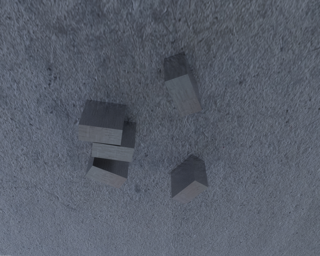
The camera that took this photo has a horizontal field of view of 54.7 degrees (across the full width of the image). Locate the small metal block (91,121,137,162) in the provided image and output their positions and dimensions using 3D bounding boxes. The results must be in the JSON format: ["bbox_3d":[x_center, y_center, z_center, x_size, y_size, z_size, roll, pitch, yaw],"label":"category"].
[{"bbox_3d":[-0.059,0.014,0.402,0.050,0.050,0.025,9,130,-8],"label":"small metal block"}]

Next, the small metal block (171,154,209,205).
[{"bbox_3d":[0.042,0.076,0.456,0.025,0.050,0.050,31,124,-23],"label":"small metal block"}]

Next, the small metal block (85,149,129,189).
[{"bbox_3d":[-0.072,0.050,0.433,0.050,0.050,0.025,25,126,-20],"label":"small metal block"}]

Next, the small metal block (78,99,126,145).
[{"bbox_3d":[-0.070,-0.008,0.383,0.050,0.050,0.025,8,130,-7],"label":"small metal block"}]

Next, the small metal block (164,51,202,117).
[{"bbox_3d":[0.026,-0.050,0.349,0.025,0.050,0.050,-17,128,14],"label":"small metal block"}]
